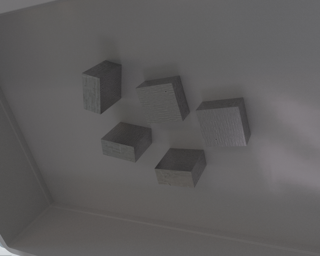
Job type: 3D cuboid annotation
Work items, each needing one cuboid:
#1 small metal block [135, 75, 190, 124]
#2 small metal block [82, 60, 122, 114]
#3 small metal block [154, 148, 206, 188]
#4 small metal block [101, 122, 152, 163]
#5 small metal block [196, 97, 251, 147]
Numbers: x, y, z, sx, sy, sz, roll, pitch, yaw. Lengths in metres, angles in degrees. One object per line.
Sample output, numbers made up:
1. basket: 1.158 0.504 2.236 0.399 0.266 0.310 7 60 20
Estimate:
1. small metal block: 0.004 -0.034 0.385 0.050 0.025 0.050 -4 117 30
2. small metal block: -0.073 -0.053 0.398 0.025 0.050 0.050 18 126 18
3. small metal block: 0.028 0.051 0.409 0.050 0.050 0.025 1 119 28
4. small metal block: -0.045 0.018 0.428 0.050 0.050 0.025 12 123 22
5. small metal block: 0.075 -0.006 0.365 0.050 0.025 0.050 -4 117 30
